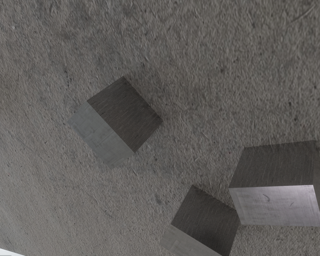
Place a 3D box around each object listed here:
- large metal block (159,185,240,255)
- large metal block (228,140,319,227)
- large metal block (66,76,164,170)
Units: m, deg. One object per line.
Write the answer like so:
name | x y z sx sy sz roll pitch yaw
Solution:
large metal block | 0.057 0.139 0.427 0.080 0.080 0.050 29 128 9
large metal block | 0.130 0.059 0.339 0.080 0.080 0.050 -9 114 32
large metal block | -0.054 -0.008 0.395 0.080 0.080 0.050 48 129 -6
